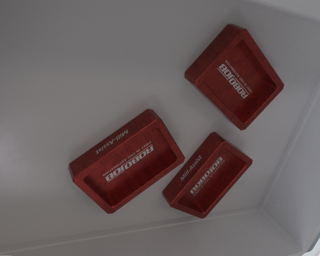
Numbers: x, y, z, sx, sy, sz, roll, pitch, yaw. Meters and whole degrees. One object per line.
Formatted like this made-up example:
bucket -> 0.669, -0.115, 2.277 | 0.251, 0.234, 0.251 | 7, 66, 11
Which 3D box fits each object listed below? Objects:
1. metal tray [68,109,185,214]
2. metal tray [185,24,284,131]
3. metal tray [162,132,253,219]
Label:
metal tray -> -0.040, 0.046, 0.411 | 0.130, 0.030, 0.090 | -36, 129, -5
metal tray -> 0.105, -0.064, 0.422 | 0.090, 0.030, 0.130 | -48, 129, 6
metal tray -> 0.077, 0.079, 0.495 | 0.090, 0.030, 0.130 | 32, 101, -38
